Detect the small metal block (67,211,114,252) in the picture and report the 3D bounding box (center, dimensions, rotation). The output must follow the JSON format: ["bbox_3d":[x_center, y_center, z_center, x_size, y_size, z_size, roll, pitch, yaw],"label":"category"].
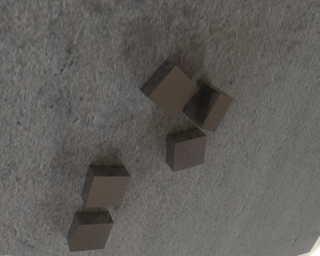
[{"bbox_3d":[-0.101,0.148,0.445,0.050,0.025,0.050,8,114,-32],"label":"small metal block"}]

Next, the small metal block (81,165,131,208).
[{"bbox_3d":[-0.073,0.078,0.416,0.050,0.025,0.050,6,116,-32],"label":"small metal block"}]

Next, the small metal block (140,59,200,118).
[{"bbox_3d":[0.013,-0.049,0.385,0.050,0.025,0.050,-49,129,6],"label":"small metal block"}]

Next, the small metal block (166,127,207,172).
[{"bbox_3d":[0.037,0.031,0.449,0.050,0.025,0.050,-13,124,-22],"label":"small metal block"}]

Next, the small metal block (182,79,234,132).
[{"bbox_3d":[0.062,-0.030,0.408,0.025,0.050,0.050,15,111,-35],"label":"small metal block"}]
